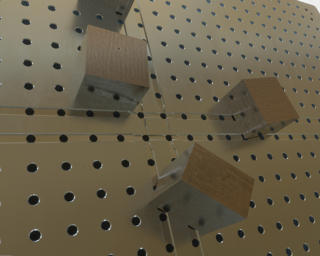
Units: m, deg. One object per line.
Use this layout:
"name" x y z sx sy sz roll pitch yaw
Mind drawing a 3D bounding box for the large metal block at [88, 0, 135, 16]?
"large metal block" -0.073 -0.234 0.478 0.081 0.080 0.050 15 56 -20

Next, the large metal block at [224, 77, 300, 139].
"large metal block" 0.165 -0.034 0.504 0.081 0.050 0.080 -9 67 -32

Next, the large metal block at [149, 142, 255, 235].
"large metal block" 0.046 0.073 0.355 0.080 0.080 0.050 32 52 -8

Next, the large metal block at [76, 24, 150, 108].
"large metal block" -0.062 -0.079 0.408 0.081 0.050 0.080 9 58 -24
